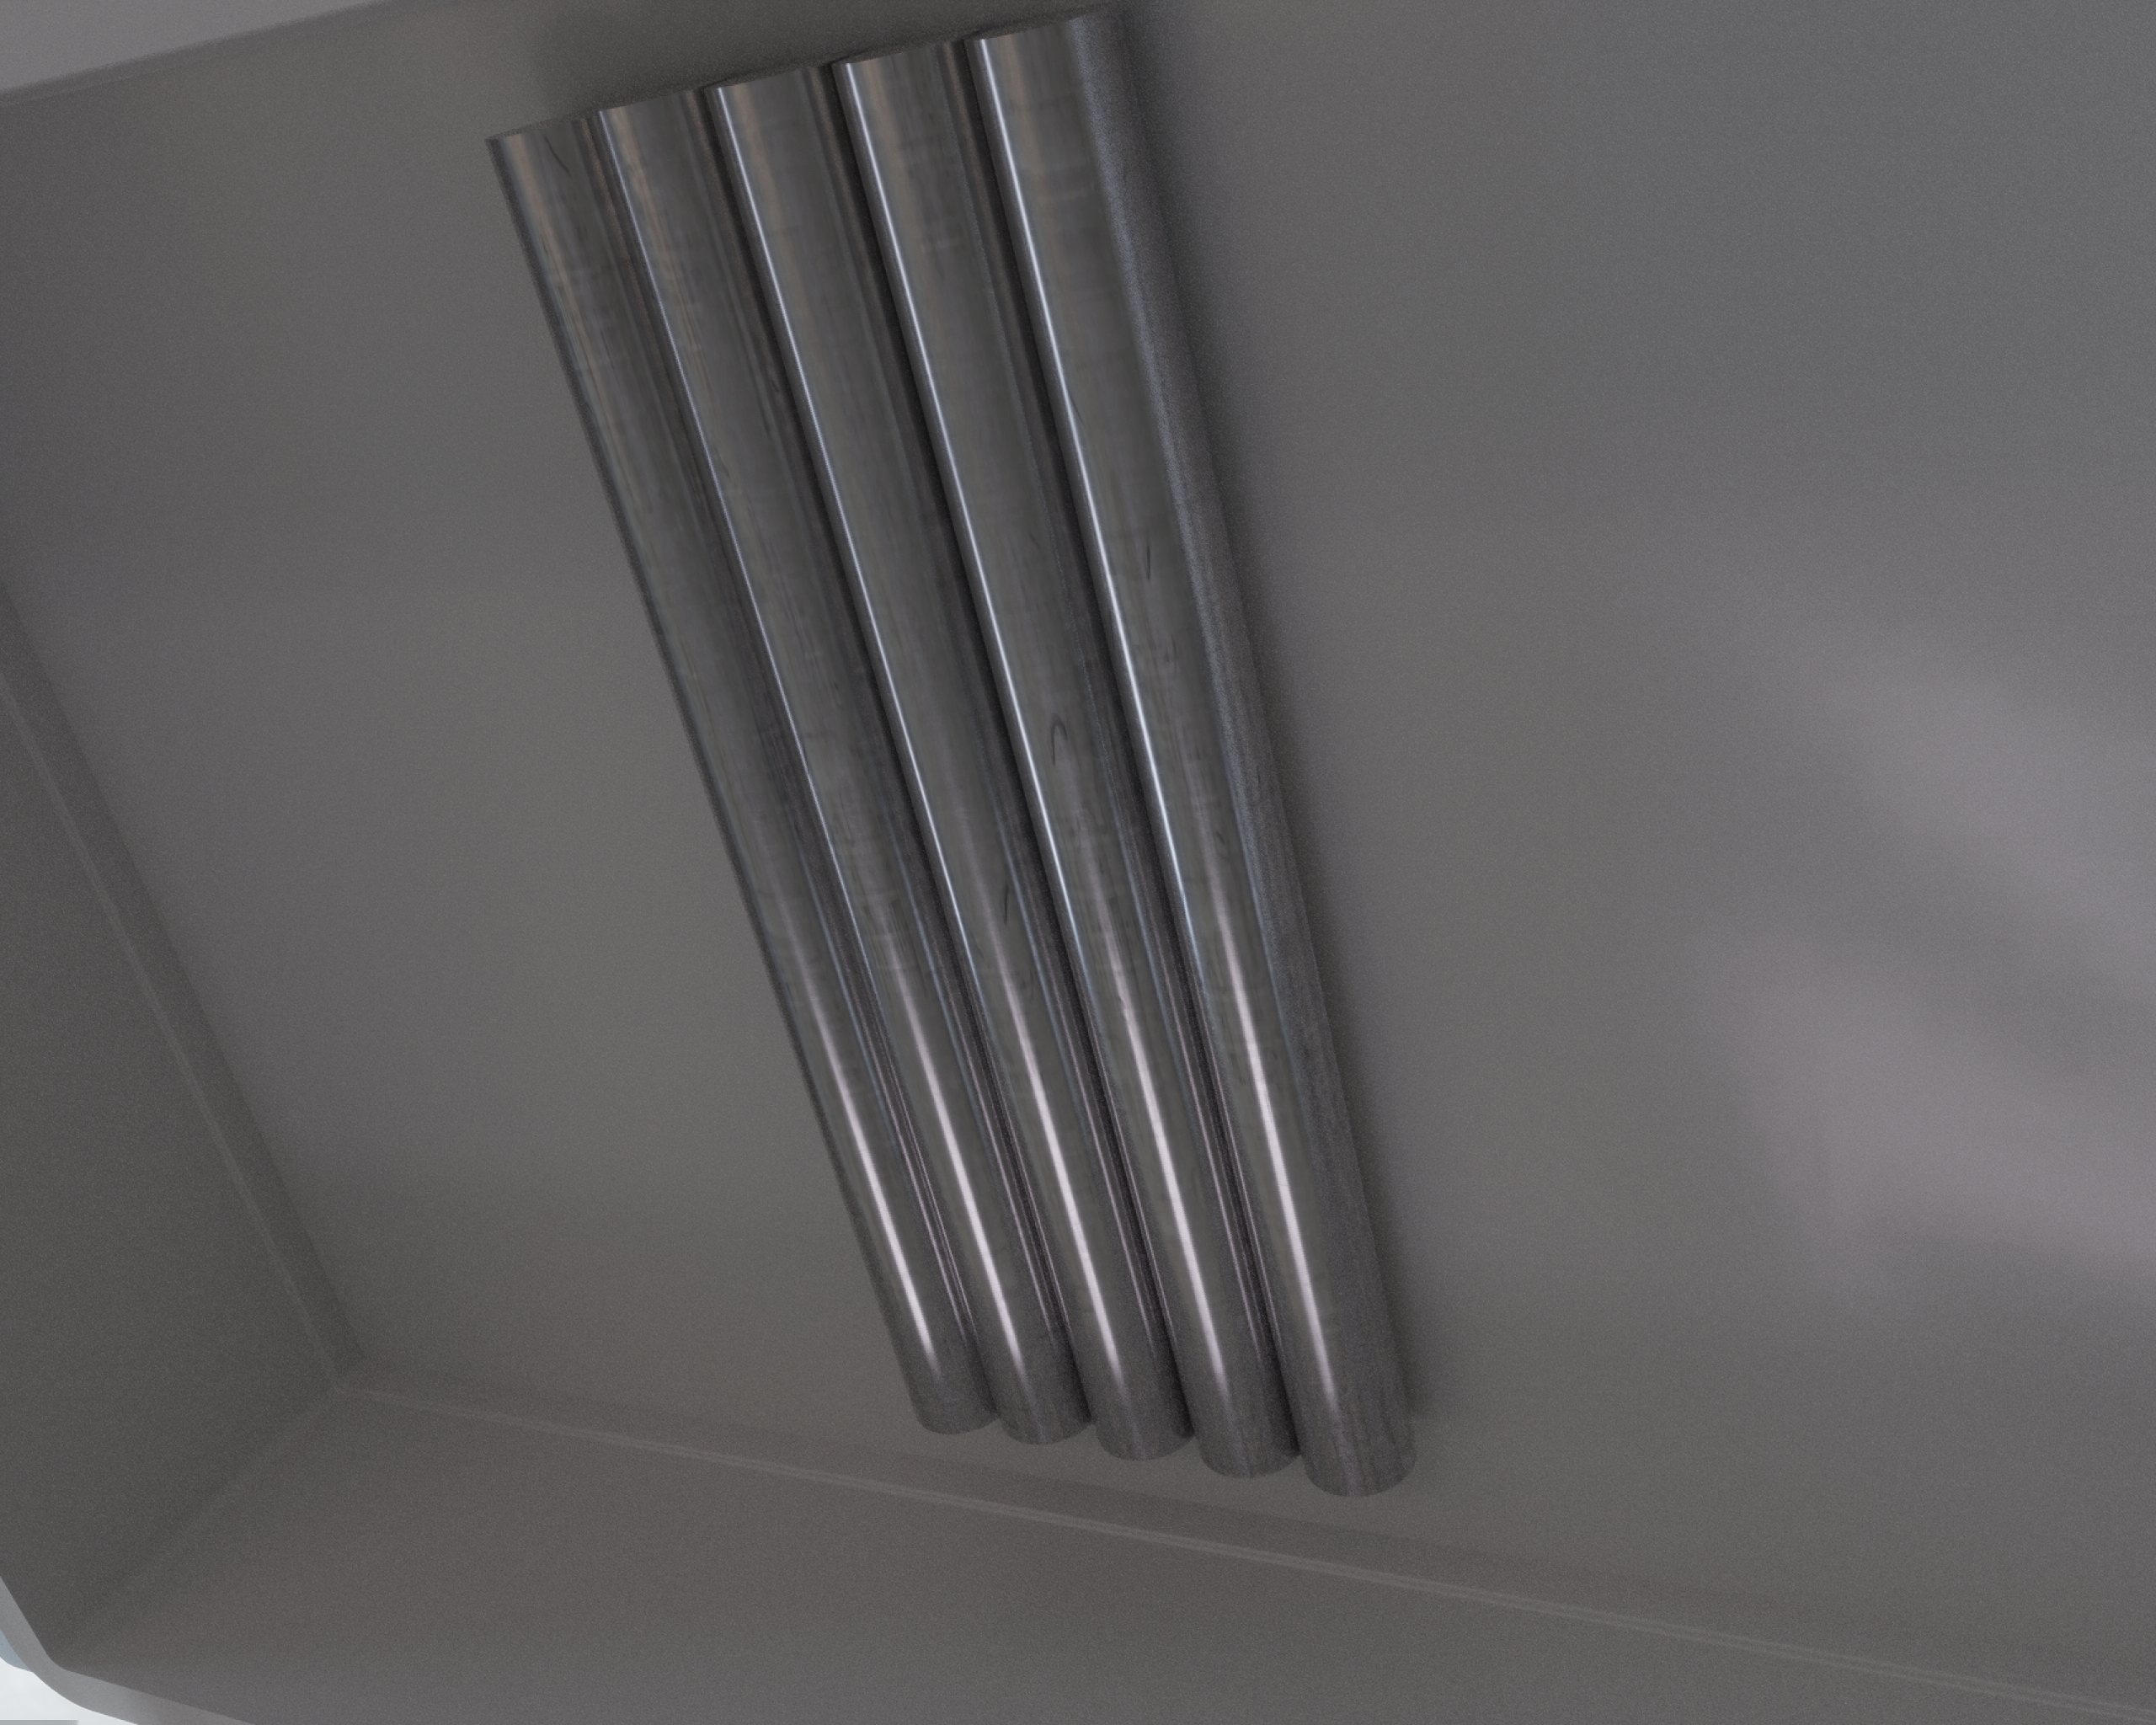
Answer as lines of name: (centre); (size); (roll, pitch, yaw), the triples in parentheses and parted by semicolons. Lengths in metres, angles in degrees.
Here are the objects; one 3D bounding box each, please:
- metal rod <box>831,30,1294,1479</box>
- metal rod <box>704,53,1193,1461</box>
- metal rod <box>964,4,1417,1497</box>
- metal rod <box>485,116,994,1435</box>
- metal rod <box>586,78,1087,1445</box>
metal rod: (0.006, -0.002, 0.403); (0.025, 0.025, 0.298); (0, 119, 28)
metal rod: (-0.017, -0.003, 0.415); (0.025, 0.025, 0.298); (0, 119, 28)
metal rod: (0.028, -0.002, 0.391); (0.025, 0.025, 0.298); (0, 119, 28)
metal rod: (-0.061, -0.002, 0.438); (0.025, 0.025, 0.298); (0, 119, 28)
metal rod: (-0.040, -0.003, 0.426); (0.025, 0.025, 0.298); (0, 119, 28)
